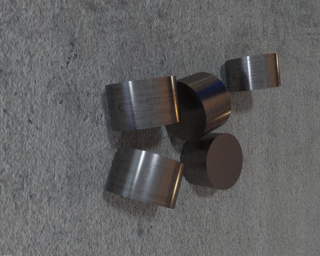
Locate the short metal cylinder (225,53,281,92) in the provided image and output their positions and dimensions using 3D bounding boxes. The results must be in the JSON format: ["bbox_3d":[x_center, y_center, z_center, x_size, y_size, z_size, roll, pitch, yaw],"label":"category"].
[{"bbox_3d":[0.147,-0.087,0.492,0.081,0.080,0.050,-13,99,-39],"label":"short metal cylinder"}]

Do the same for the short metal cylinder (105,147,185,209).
[{"bbox_3d":[-0.016,0.058,0.355,0.080,0.080,0.050,25,75,-37],"label":"short metal cylinder"}]

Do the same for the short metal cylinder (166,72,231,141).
[{"bbox_3d":[0.045,-0.029,0.406,0.050,0.080,0.080,-25,106,-37],"label":"short metal cylinder"}]

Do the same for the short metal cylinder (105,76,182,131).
[{"bbox_3d":[-0.018,-0.029,0.353,0.081,0.080,0.050,-14,99,-39],"label":"short metal cylinder"}]

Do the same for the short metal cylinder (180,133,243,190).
[{"bbox_3d":[0.076,0.047,0.452,0.081,0.050,0.080,0,90,-40],"label":"short metal cylinder"}]
